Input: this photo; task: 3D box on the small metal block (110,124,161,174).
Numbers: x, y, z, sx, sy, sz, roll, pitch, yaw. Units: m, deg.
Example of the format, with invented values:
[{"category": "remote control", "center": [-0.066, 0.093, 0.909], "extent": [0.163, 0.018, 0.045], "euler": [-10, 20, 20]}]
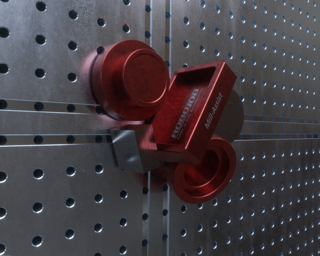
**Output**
[{"category": "small metal block", "center": [-0.030, 0.023, 0.363], "extent": [0.025, 0.050, 0.050], "euler": [-20, 103, -38]}]

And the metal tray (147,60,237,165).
[{"category": "metal tray", "center": [0.033, -0.021, 0.389], "extent": [0.030, 0.090, 0.130], "euler": [40, 65, -33]}]

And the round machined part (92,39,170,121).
[{"category": "round machined part", "center": [-0.027, -0.057, 0.370], "extent": [0.099, 0.042, 0.097], "euler": [0, 90, -40]}]

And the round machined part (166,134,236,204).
[{"category": "round machined part", "center": [0.052, 0.051, 0.422], "extent": [0.099, 0.042, 0.097], "euler": [-12, 116, -24]}]

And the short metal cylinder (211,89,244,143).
[{"category": "short metal cylinder", "center": [0.078, -0.018, 0.453], "extent": [0.081, 0.050, 0.079], "euler": [0, 90, -40]}]
